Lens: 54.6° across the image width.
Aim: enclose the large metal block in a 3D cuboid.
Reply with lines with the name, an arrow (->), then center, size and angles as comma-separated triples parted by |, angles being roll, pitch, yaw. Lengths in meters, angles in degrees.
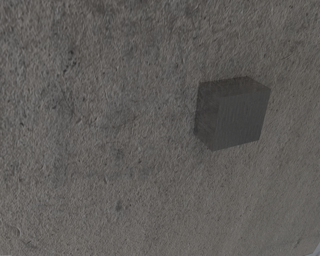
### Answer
large metal block -> 0.097, -0.021, 0.430 | 0.081, 0.050, 0.079 | -11, 123, -22
